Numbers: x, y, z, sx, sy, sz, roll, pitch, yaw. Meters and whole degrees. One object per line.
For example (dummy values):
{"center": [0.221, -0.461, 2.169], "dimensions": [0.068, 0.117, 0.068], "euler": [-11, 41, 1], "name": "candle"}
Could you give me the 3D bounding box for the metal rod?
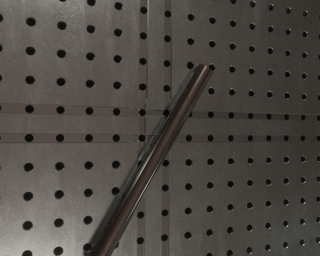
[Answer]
{"center": [-0.010, 0.045, 0.410], "dimensions": [0.025, 0.025, 0.300], "euler": [33, 79, -18], "name": "metal rod"}
